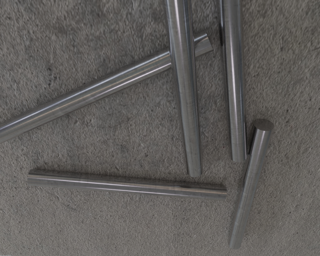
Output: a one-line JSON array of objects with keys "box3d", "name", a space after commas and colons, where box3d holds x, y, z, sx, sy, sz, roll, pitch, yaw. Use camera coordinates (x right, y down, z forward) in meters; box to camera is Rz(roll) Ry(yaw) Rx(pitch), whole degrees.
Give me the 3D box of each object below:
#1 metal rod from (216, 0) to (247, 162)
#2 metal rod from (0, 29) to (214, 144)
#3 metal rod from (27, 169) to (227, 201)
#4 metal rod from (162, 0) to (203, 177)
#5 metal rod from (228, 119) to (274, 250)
[{"box3d": [0.081, -0.072, 0.346, 0.025, 0.025, 0.299, -9, 130, 7], "name": "metal rod"}, {"box3d": [-0.082, -0.042, 0.370, 0.300, 0.025, 0.025, -21, 127, 16], "name": "metal rod"}, {"box3d": [-0.046, 0.089, 0.482, 0.302, 0.025, 0.025, 6, 130, -5], "name": "metal rod"}, {"box3d": [0.031, -0.035, 0.351, 0.025, 0.025, 0.299, -6, 138, 5], "name": "metal rod"}, {"box3d": [0.140, 0.109, 0.501, 0.025, 0.025, 0.298, -1, 130, 1], "name": "metal rod"}]
